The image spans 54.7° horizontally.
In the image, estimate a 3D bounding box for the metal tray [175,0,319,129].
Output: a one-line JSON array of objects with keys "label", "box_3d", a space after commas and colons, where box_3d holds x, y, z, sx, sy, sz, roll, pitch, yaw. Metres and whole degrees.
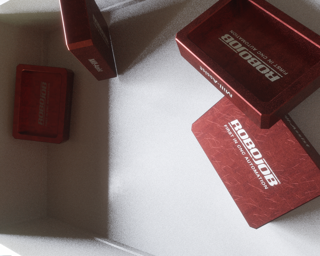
[{"label": "metal tray", "box_3d": [0.089, -0.073, 0.301, 0.090, 0.030, 0.130, -39, 62, -3]}]

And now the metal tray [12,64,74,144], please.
[{"label": "metal tray", "box_3d": [-0.204, -0.042, 0.542, 0.090, 0.030, 0.129, 6, 95, 5]}]

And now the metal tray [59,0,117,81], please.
[{"label": "metal tray", "box_3d": [-0.094, -0.127, 0.420, 0.030, 0.130, 0.090, -12, 81, 3]}]

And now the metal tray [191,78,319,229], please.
[{"label": "metal tray", "box_3d": [0.100, 0.025, 0.321, 0.090, 0.030, 0.130, -43, 64, 31]}]
